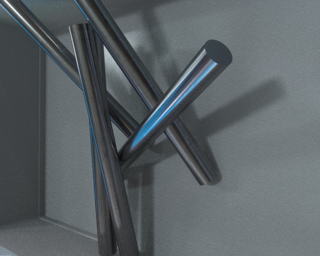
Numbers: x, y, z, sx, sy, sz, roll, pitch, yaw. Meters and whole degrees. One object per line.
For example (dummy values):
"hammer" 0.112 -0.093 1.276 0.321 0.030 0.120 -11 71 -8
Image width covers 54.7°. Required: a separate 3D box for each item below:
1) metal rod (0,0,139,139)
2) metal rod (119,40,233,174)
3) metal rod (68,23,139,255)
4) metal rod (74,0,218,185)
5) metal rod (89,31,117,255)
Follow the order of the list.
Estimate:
"metal rod" -0.125 -0.089 0.426 0.300 0.025 0.025 46 121 0
"metal rod" -0.018 0.009 0.354 0.298 0.025 0.025 -47 61 52
"metal rod" -0.066 0.026 0.384 0.025 0.025 0.298 -2 104 40
"metal rod" -0.028 -0.064 0.350 0.025 0.025 0.299 -31 95 35
"metal rod" -0.078 0.022 0.407 0.025 0.025 0.298 3 99 39
